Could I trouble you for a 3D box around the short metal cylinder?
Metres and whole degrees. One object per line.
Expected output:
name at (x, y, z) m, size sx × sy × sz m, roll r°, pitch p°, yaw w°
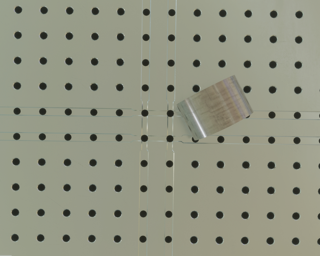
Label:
short metal cylinder at (0.068, -0.025, 0.386) m, size 0.080 × 0.080 × 0.050 m, roll -27°, pitch 90°, yaw 0°
